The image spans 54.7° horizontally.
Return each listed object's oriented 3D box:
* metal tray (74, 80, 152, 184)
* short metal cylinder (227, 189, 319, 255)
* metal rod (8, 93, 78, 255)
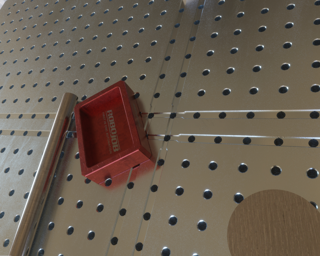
[{"bbox_3d":[-0.071,0.002,0.441,0.090,0.030,0.130,-27,52,11],"label":"metal tray"},{"bbox_3d":[0.106,0.101,0.275,0.080,0.050,0.080,-13,56,21],"label":"short metal cylinder"},{"bbox_3d":[-0.170,0.079,0.449,0.025,0.025,0.300,-5,59,25],"label":"metal rod"}]
